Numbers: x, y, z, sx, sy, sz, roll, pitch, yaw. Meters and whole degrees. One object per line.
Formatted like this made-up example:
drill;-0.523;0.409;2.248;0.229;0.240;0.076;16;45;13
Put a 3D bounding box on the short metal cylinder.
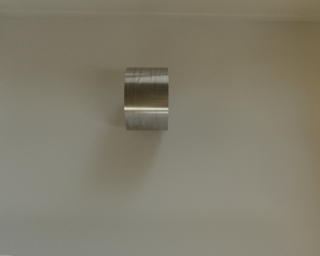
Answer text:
short metal cylinder;-0.016;-0.036;0.391;0.050;0.080;0.080;0;70;0
